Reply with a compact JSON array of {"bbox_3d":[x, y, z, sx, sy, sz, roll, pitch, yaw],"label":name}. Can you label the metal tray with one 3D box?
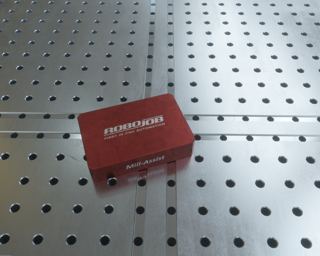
[{"bbox_3d":[-0.032,0.008,0.398,0.131,0.030,0.090,-14,52,-12],"label":"metal tray"}]
